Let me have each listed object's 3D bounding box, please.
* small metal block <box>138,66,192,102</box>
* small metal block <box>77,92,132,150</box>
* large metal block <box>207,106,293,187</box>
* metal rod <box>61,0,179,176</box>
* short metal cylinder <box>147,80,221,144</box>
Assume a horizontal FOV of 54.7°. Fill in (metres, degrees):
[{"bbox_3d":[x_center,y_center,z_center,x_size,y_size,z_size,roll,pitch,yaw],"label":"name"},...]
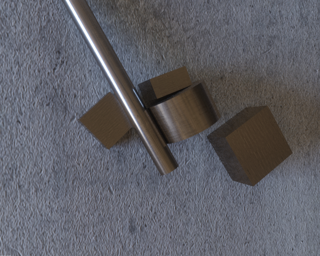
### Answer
[{"bbox_3d":[0.005,-0.056,0.399,0.050,0.050,0.025,-24,98,-19],"label":"small metal block"},{"bbox_3d":[-0.065,-0.009,0.386,0.050,0.025,0.050,-46,105,-14],"label":"small metal block"},{"bbox_3d":[0.128,0.024,0.445,0.080,0.050,0.080,-35,102,-17],"label":"large metal block"},{"bbox_3d":[-0.061,-0.078,0.369,0.025,0.025,0.299,-31,94,-18],"label":"metal rod"},{"bbox_3d":[0.029,-0.021,0.392,0.080,0.080,0.050,-30,100,-18],"label":"short metal cylinder"}]
